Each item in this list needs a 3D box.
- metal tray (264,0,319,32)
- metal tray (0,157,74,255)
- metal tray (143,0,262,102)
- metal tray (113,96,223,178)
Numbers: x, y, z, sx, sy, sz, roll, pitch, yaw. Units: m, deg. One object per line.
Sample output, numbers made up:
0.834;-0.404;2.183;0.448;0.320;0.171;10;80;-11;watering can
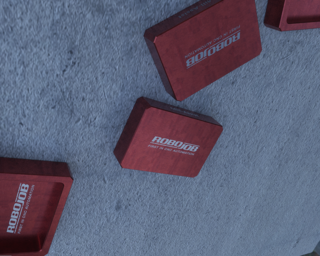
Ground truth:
0.204;-0.179;0.404;0.131;0.030;0.089;-12;124;-22;metal tray
-0.168;0.100;0.373;0.091;0.030;0.129;10;113;-33;metal tray
0.056;-0.102;0.371;0.131;0.030;0.090;-31;129;-8;metal tray
0.014;0.017;0.422;0.131;0.030;0.089;14;111;-34;metal tray
